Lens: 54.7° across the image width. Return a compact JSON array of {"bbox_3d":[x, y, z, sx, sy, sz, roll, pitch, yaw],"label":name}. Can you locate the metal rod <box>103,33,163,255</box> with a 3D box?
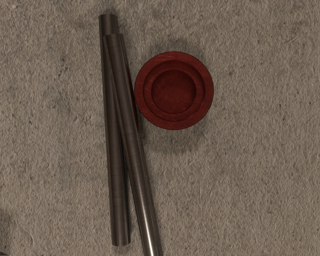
[{"bbox_3d":[-0.032,0.033,0.396,0.025,0.025,0.298,-10,95,0],"label":"metal rod"}]

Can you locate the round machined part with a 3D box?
[{"bbox_3d":[0.017,-0.046,0.402,0.099,0.042,0.097,0,90,-1],"label":"round machined part"}]

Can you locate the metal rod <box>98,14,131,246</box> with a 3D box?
[{"bbox_3d":[-0.060,0.003,0.409,0.025,0.025,0.298,-3,90,-1],"label":"metal rod"}]

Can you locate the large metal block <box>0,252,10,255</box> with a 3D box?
[{"bbox_3d":[-0.250,0.180,0.379,0.080,0.080,0.050,24,90,-1],"label":"large metal block"}]
